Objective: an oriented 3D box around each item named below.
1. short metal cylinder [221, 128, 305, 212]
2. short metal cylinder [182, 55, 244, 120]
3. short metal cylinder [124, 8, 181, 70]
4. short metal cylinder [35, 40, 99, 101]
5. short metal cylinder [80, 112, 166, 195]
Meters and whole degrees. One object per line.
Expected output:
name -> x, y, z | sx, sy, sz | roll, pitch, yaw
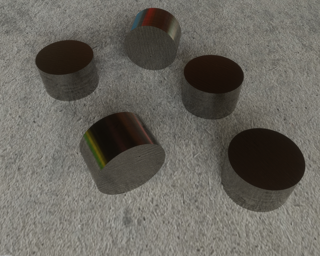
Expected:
short metal cylinder -> 0.113, 0.047, 0.348 | 0.080, 0.050, 0.080 | 0, 50, 0
short metal cylinder -> 0.072, -0.058, 0.436 | 0.080, 0.050, 0.080 | 0, 50, 0
short metal cylinder -> -0.010, -0.137, 0.483 | 0.080, 0.080, 0.050 | 8, 51, 6
short metal cylinder -> -0.135, -0.086, 0.458 | 0.080, 0.050, 0.080 | 0, 50, 0
short metal cylinder -> -0.041, 0.029, 0.343 | 0.081, 0.080, 0.050 | -23, 54, -18
